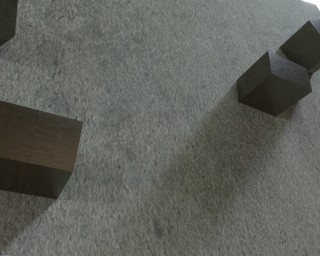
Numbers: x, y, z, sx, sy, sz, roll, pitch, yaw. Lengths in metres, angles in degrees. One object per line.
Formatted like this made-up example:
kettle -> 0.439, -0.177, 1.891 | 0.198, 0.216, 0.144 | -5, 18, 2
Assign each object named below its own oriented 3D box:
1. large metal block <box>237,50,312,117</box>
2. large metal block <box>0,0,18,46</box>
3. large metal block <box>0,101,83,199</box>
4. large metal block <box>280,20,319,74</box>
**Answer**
large metal block -> 0.187, -0.071, 0.515 | 0.081, 0.080, 0.050 | 18, 55, -18
large metal block -> -0.210, -0.141, 0.342 | 0.080, 0.080, 0.050 | 35, 51, -6
large metal block -> -0.125, 0.024, 0.287 | 0.081, 0.080, 0.050 | 15, 56, -20
large metal block -> 0.314, -0.165, 0.642 | 0.050, 0.080, 0.080 | -16, 70, -35
